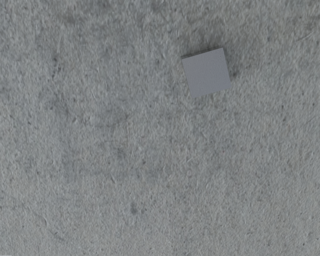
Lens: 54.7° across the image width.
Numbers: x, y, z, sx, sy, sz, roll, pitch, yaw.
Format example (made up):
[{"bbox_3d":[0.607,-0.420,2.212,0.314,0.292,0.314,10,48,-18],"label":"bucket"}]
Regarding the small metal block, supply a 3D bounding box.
[{"bbox_3d":[0.057,-0.070,0.385,0.050,0.025,0.050,-16,110,5],"label":"small metal block"}]
